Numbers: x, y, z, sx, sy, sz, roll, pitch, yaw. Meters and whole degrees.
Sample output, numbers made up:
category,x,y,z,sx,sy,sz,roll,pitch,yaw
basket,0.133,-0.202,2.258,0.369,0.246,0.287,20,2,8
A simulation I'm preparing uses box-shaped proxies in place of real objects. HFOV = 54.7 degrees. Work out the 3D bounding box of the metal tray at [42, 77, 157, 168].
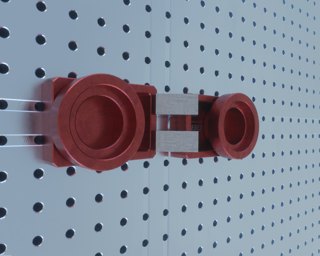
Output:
category,x,y,z,sx,sy,sz,roll,pitch,yaw
metal tray,-0.064,-0.007,0.354,0.131,0.030,0.089,-1,93,-40

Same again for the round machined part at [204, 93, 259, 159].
category,x,y,z,sx,sy,sz,roll,pitch,yaw
round machined part,0.104,-0.003,0.469,0.099,0.042,0.097,0,90,-40

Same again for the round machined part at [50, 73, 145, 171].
category,x,y,z,sx,sy,sz,roll,pitch,yaw
round machined part,-0.067,-0.006,0.325,0.099,0.042,0.097,0,90,-40

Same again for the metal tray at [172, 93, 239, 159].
category,x,y,z,sx,sy,sz,roll,pitch,yaw
metal tray,0.076,-0.002,0.470,0.131,0.030,0.089,1,90,-40

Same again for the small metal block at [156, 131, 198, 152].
category,x,y,z,sx,sy,sz,roll,pitch,yaw
small metal block,0.022,0.016,0.392,0.050,0.050,0.025,1,90,4

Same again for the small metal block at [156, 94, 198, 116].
category,x,y,z,sx,sy,sz,roll,pitch,yaw
small metal block,0.022,-0.028,0.393,0.050,0.050,0.025,1,90,4
